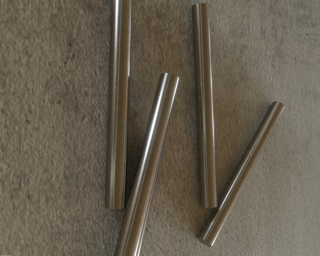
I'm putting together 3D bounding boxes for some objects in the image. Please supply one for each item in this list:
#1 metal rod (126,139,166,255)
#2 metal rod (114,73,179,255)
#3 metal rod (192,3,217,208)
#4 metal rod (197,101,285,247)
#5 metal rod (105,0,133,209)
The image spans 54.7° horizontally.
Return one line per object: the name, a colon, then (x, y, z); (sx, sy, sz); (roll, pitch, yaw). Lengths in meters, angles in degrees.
metal rod: (-0.038, 0.156, 0.375); (0.025, 0.025, 0.299); (21, 76, -38)
metal rod: (-0.023, 0.078, 0.363); (0.025, 0.025, 0.299); (22, 77, -38)
metal rod: (0.067, -0.031, 0.462); (0.025, 0.025, 0.298); (-5, 93, -40)
metal rod: (0.148, 0.064, 0.531); (0.301, 0.025, 0.025); (-53, 121, -27)
metal rod: (-0.048, -0.057, 0.365); (0.025, 0.025, 0.298); (3, 88, -40)
